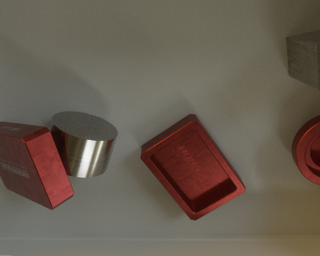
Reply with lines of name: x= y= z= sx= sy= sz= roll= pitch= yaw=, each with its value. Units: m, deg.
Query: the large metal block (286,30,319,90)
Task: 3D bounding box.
large metal block: x=0.202 y=-0.085 z=0.354 sx=0.080 sy=0.080 sz=0.050 roll=-12 pitch=110 yaw=4

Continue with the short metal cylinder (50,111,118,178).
short metal cylinder: x=-0.099 y=0.019 z=0.388 sx=0.080 sy=0.080 sz=0.050 roll=17 pitch=109 yaw=-7

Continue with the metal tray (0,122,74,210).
metal tray: x=-0.166 y=0.041 z=0.380 sx=0.130 sy=0.030 sz=0.089 roll=5 pitch=117 yaw=42

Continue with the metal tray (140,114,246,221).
metal tray: x=0.046 y=0.057 z=0.430 sx=0.090 sy=0.030 sz=0.130 roll=-34 pitch=107 yaw=11

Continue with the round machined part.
round machined part: x=0.226 y=0.025 z=0.411 sx=0.099 sy=0.042 sz=0.097 roll=2 pitch=110 yaw=6
